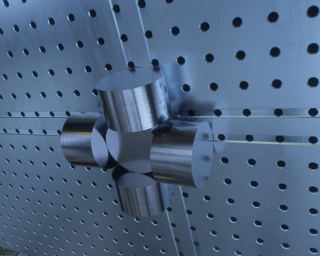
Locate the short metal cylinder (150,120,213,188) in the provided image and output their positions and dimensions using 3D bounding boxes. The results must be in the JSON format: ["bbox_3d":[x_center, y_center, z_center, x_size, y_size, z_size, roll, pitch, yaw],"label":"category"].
[{"bbox_3d":[0.029,0.030,0.379,0.050,0.080,0.079,4,120,26],"label":"short metal cylinder"}]

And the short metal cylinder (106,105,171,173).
[{"bbox_3d":[-0.025,0.014,0.417,0.080,0.050,0.079,12,123,20],"label":"short metal cylinder"}]

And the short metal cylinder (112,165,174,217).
[{"bbox_3d":[-0.023,0.078,0.435,0.080,0.080,0.050,6,121,25],"label":"short metal cylinder"}]

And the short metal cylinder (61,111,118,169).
[{"bbox_3d":[-0.090,0.015,0.433,0.050,0.080,0.080,1,119,27],"label":"short metal cylinder"}]

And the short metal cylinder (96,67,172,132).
[{"bbox_3d":[-0.030,-0.036,0.369,0.080,0.080,0.050,3,119,27],"label":"short metal cylinder"}]
